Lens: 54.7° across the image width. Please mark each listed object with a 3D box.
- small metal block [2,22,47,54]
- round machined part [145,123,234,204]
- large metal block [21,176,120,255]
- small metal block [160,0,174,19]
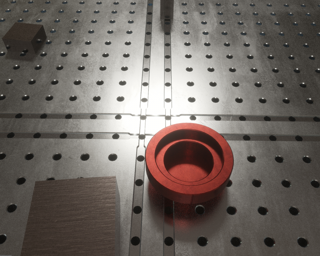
[{"bbox_3d":[-0.233,-0.156,0.536,0.050,0.025,0.050,7,50,5],"label":"small metal block"},{"bbox_3d":[0.033,0.044,0.360,0.099,0.042,0.098,0,50,0],"label":"round machined part"},{"bbox_3d":[-0.082,0.098,0.308,0.081,0.050,0.080,-3,50,-3],"label":"large metal block"},{"bbox_3d":[0.013,-0.247,0.599,0.025,0.050,0.050,1,50,0],"label":"small metal block"}]
